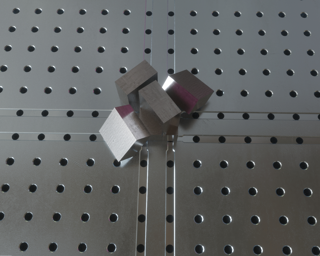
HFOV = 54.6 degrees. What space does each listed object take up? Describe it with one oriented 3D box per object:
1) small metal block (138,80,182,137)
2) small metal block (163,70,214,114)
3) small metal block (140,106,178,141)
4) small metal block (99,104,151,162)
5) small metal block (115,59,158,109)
[{"bbox_3d":[-0.001,-0.023,0.380,0.025,0.050,0.050,-34,74,-12],"label":"small metal block"},{"bbox_3d":[0.037,-0.050,0.416,0.050,0.025,0.050,41,35,13],"label":"small metal block"},{"bbox_3d":[-0.002,-0.010,0.415,0.050,0.025,0.050,1,70,-1],"label":"small metal block"},{"bbox_3d":[-0.045,0.007,0.393,0.025,0.050,0.050,-17,66,-46],"label":"small metal block"},{"bbox_3d":[-0.030,-0.057,0.419,0.050,0.050,0.025,-39,75,-13],"label":"small metal block"}]
